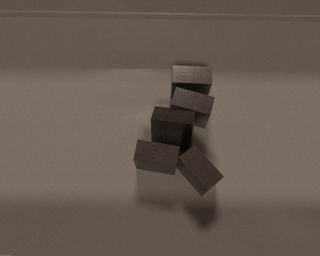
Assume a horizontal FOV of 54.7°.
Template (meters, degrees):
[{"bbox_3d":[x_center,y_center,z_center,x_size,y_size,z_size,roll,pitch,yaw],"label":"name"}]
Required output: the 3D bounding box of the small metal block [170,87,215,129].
[{"bbox_3d":[0.041,-0.025,0.406,0.050,0.050,0.025,16,71,5],"label":"small metal block"}]

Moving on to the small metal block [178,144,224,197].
[{"bbox_3d":[0.047,0.053,0.378,0.025,0.050,0.050,-38,75,-13],"label":"small metal block"}]

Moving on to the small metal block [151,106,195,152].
[{"bbox_3d":[0.016,0.002,0.390,0.050,0.050,0.025,7,44,8],"label":"small metal block"}]

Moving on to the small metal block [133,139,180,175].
[{"bbox_3d":[-0.004,0.037,0.383,0.050,0.050,0.025,9,71,3],"label":"small metal block"}]

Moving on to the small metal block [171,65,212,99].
[{"bbox_3d":[0.041,-0.060,0.419,0.050,0.050,0.025,2,70,0],"label":"small metal block"}]
